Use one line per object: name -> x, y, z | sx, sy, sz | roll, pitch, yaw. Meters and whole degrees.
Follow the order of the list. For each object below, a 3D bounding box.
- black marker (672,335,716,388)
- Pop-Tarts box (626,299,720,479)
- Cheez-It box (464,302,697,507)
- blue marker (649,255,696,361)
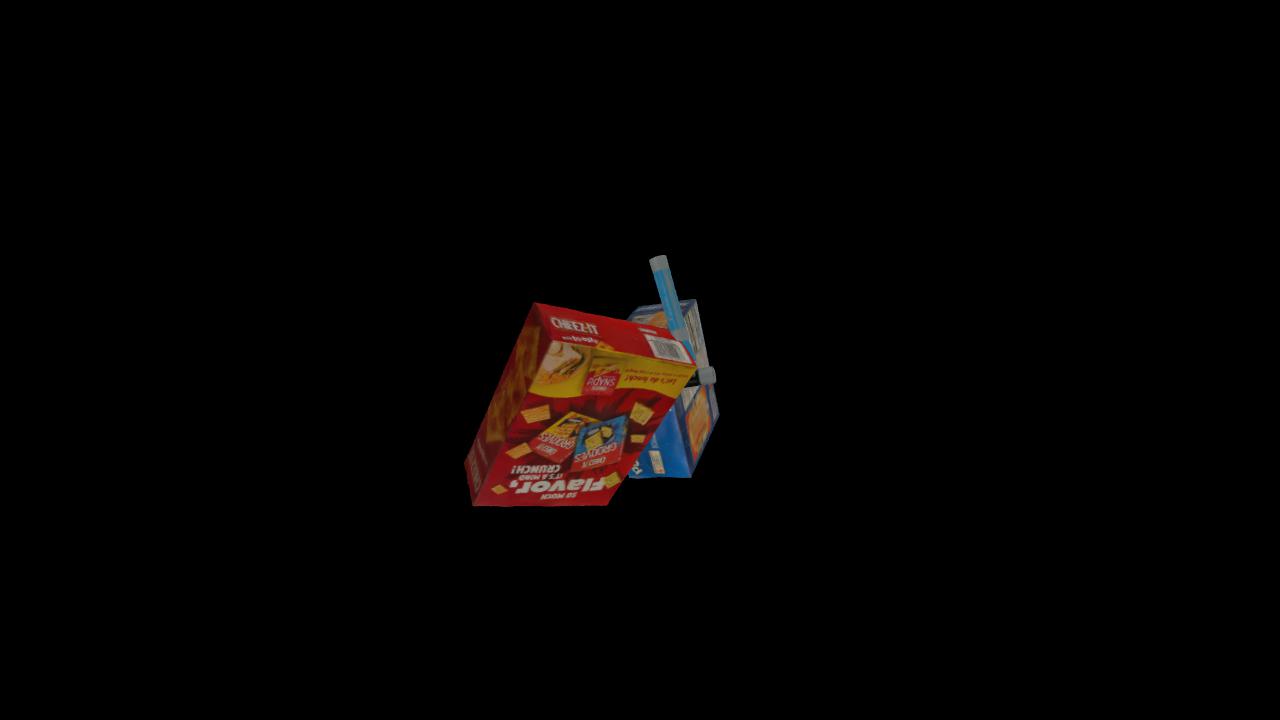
black marker -> 0.023, 0.026, 0.677 | 0.121, 0.020, 0.020 | -11, -3, 17
Pop-Tarts box -> 0.027, 0.033, 0.733 | 0.083, 0.167, 0.141 | -3, 25, 24
Cheez-It box -> -0.067, 0.059, 0.640 | 0.166, 0.223, 0.071 | 9, 34, -33
blue marker -> 0.035, -0.049, 0.643 | 0.020, 0.121, 0.020 | -16, -3, -1
